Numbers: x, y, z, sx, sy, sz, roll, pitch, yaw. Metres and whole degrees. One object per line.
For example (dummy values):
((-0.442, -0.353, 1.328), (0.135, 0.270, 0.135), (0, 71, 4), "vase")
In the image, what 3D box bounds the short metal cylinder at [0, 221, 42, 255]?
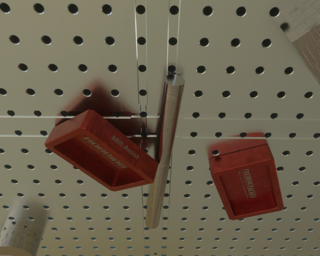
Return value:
((-0.268, 0.218, 0.578), (0.081, 0.050, 0.079), (0, 130, 0), "short metal cylinder")

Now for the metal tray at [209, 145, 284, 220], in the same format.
((0.138, 0.090, 0.485), (0.090, 0.030, 0.130), (-16, 129, 13), "metal tray")

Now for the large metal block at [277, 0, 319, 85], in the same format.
((0.182, -0.095, 0.316), (0.080, 0.050, 0.080), (-34, 123, 25), "large metal block")

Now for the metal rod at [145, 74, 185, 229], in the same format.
((0.001, 0.056, 0.459), (0.025, 0.025, 0.298), (4, 130, -4), "metal rod")

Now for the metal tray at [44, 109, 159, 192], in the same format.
((-0.077, 0.037, 0.422), (0.090, 0.030, 0.130), (-20, 130, 38), "metal tray")
